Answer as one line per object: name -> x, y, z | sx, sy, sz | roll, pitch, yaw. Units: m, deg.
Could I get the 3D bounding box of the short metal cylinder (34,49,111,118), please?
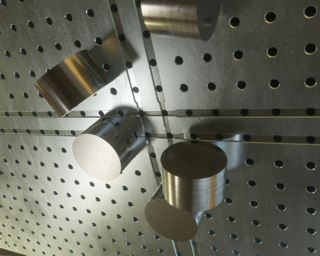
short metal cylinder -> -0.110, -0.056, 0.397 | 0.080, 0.080, 0.050 | -28, 103, 37

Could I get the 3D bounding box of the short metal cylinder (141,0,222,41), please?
short metal cylinder -> 0.023, -0.124, 0.286 | 0.050, 0.080, 0.079 | 12, 124, 21

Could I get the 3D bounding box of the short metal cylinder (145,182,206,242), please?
short metal cylinder -> 0.025, 0.118, 0.454 | 0.080, 0.050, 0.079 | 13, 124, 20

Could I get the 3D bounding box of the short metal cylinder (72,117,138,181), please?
short metal cylinder -> -0.080, 0.031, 0.454 | 0.080, 0.050, 0.079 | 13, 124, 20

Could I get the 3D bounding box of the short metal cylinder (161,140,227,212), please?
short metal cylinder -> 0.042, 0.058, 0.388 | 0.080, 0.080, 0.050 | 10, 123, 22
